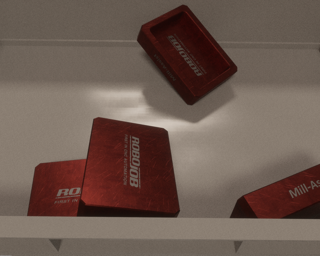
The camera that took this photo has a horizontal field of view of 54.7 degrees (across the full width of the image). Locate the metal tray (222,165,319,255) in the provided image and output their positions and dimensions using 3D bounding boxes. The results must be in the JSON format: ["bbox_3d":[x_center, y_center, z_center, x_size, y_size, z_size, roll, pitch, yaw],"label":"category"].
[{"bbox_3d":[0.130,0.077,0.299,0.131,0.089,0.030,-18,53,-15],"label":"metal tray"}]

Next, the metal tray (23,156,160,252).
[{"bbox_3d":[-0.070,0.077,0.336,0.131,0.030,0.090,-5,50,-5],"label":"metal tray"}]

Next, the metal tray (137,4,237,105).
[{"bbox_3d":[0.040,-0.109,0.456,0.091,0.030,0.130,-36,85,-25],"label":"metal tray"}]

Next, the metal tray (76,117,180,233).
[{"bbox_3d":[-0.033,0.044,0.330,0.091,0.030,0.130,10,35,-13],"label":"metal tray"}]

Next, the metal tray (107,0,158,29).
[{"bbox_3d":[-0.050,-0.243,0.608,0.091,0.030,0.130,1,50,0],"label":"metal tray"}]
